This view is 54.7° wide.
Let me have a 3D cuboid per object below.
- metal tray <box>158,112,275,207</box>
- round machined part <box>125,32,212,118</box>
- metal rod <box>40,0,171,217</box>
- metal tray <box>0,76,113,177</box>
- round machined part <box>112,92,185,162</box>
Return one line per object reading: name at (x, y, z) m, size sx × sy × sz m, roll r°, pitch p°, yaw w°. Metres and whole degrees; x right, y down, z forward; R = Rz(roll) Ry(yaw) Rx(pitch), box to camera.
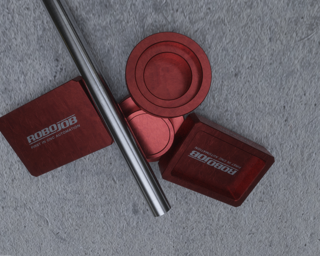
metal tray at (0.075, 0.046, 0.414) m, size 0.131 × 0.030 × 0.090 m, roll 25°, pitch 108°, yaw -20°
round machined part at (0.008, -0.060, 0.368) m, size 0.099 × 0.042 × 0.097 m, roll 0°, pitch 88°, yaw -7°
metal rod at (-0.065, -0.032, 0.363) m, size 0.025 × 0.025 × 0.299 m, roll -26°, pitch 95°, yaw 9°
metal tray at (-0.130, 0.000, 0.395) m, size 0.130 × 0.030 × 0.090 m, roll -23°, pitch 106°, yaw 17°
round machined part at (-0.016, 0.001, 0.403) m, size 0.099 × 0.042 × 0.097 m, roll 0°, pitch 110°, yaw 0°
